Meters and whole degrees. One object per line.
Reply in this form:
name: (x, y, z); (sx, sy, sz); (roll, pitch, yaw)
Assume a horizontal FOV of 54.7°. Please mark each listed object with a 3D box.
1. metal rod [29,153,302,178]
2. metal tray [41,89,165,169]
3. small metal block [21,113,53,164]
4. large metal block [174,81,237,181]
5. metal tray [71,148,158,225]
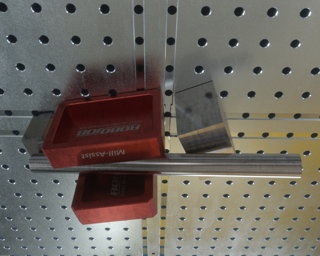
metal rod: (-0.005, 0.041, 0.347); (0.301, 0.025, 0.025); (-1, 131, 12)
metal tray: (-0.061, -0.001, 0.366); (0.131, 0.090, 0.030); (-7, 131, 5)
small metal block: (-0.151, 0.016, 0.406); (0.025, 0.050, 0.050); (-6, 130, 5)
large metal block: (0.057, 0.003, 0.378); (0.050, 0.080, 0.080); (-18, 128, 14)
metal tray: (-0.050, 0.052, 0.386); (0.090, 0.130, 0.030); (-7, 130, 5)
